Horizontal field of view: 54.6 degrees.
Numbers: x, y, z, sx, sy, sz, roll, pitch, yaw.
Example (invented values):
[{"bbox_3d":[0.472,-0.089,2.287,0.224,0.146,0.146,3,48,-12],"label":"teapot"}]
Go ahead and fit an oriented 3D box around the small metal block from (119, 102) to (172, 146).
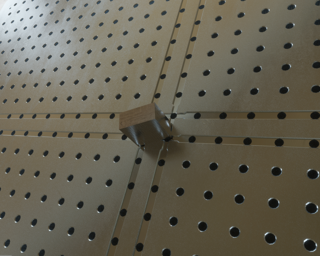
[{"bbox_3d":[-0.018,-0.003,0.405,0.050,0.050,0.025,-16,56,19],"label":"small metal block"}]
